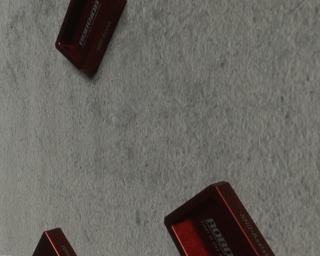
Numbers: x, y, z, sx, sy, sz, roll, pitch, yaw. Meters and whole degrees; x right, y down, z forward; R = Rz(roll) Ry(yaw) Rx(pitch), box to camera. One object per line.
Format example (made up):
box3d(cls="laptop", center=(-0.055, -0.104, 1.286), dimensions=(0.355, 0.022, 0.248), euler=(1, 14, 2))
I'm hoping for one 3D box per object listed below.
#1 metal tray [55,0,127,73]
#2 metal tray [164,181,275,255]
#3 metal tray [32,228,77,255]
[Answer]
box3d(cls="metal tray", center=(-0.114, -0.165, 0.492), dimensions=(0.090, 0.030, 0.129), euler=(43, 115, 31))
box3d(cls="metal tray", center=(0.069, 0.137, 0.342), dimensions=(0.090, 0.030, 0.130), euler=(-44, 64, 30))
box3d(cls="metal tray", center=(-0.176, 0.255, 0.544), dimensions=(0.130, 0.030, 0.089), euler=(44, 116, 31))
